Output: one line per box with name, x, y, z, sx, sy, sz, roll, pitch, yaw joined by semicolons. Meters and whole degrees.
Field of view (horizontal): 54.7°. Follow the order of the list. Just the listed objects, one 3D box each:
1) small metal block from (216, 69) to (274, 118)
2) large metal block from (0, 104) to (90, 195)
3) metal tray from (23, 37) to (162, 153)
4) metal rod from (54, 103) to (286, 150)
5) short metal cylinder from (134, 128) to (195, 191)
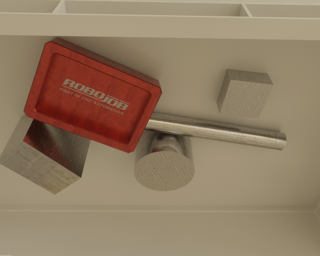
small metal block;0.101;-0.041;0.376;0.050;0.025;0.050;6;130;-6
large metal block;-0.140;0.023;0.391;0.050;0.080;0.080;-33;123;24
metal tray;-0.074;-0.034;0.353;0.131;0.030;0.089;22;111;-13
metal rod;0.020;-0.004;0.406;0.302;0.025;0.025;9;130;-8
short metal cylinder;0.006;0.043;0.429;0.081;0.050;0.079;0;130;0
